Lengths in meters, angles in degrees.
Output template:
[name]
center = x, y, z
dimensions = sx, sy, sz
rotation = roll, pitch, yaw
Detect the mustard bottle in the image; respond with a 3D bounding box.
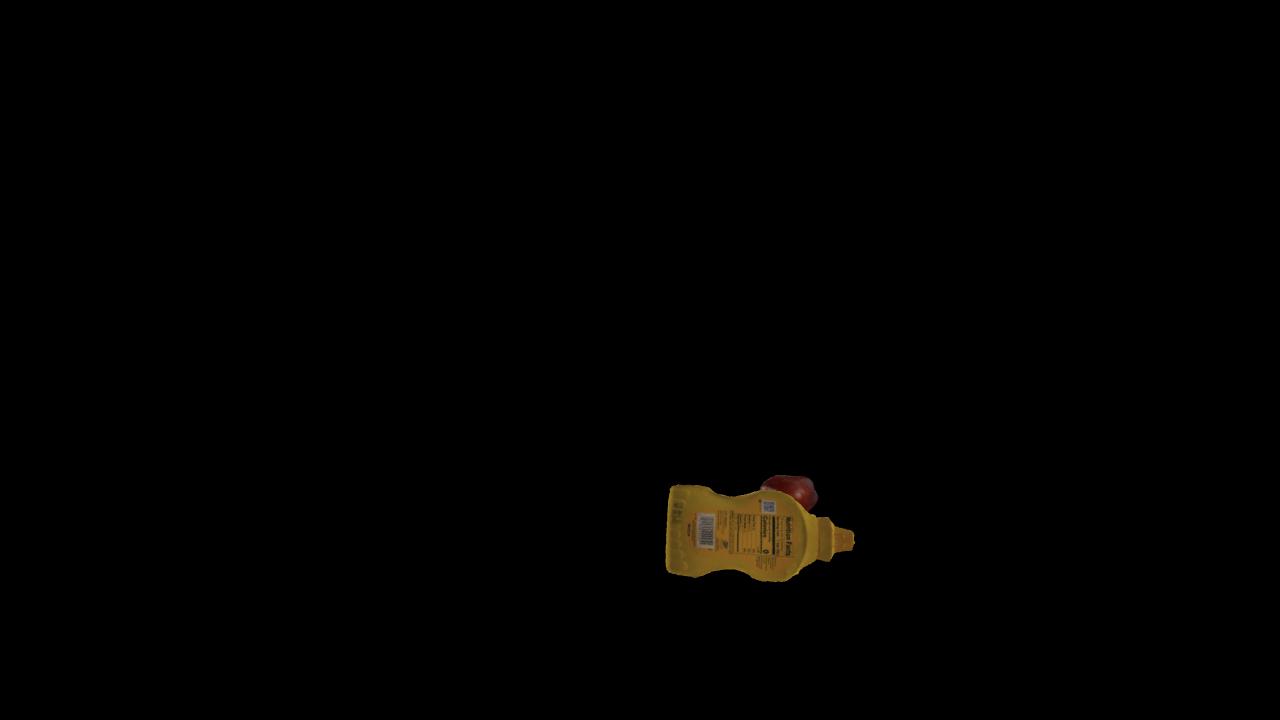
[mustard bottle]
center = 0.120, 0.175, 0.618
dimensions = 0.184, 0.092, 0.054
rotation = 1, -21, 11

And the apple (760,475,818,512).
[apple]
center = 0.232, 0.219, 0.966
dimensions = 0.093, 0.079, 0.079
rotation = -11, 5, -29
